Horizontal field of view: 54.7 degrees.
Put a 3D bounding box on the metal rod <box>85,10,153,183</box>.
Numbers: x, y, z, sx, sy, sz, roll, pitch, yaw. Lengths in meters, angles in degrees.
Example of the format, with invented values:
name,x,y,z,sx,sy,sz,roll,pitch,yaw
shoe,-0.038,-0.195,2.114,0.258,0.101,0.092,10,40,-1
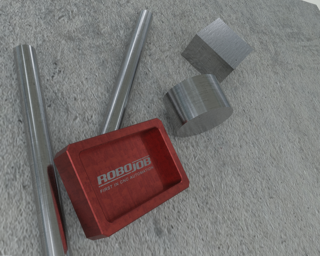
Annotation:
name,x,y,z,sx,sy,sz,roll,pitch,yaw
metal rod,-0.047,-0.060,0.416,0.025,0.025,0.300,22,53,-15

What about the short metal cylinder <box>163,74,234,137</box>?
name,x,y,z,sx,sy,sz,roll,pitch,yaw
short metal cylinder,0.050,-0.028,0.415,0.081,0.080,0.050,-9,67,-33

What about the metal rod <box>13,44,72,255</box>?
name,x,y,z,sx,sy,sz,roll,pitch,yaw
metal rod,-0.119,0.039,0.316,0.025,0.025,0.299,-4,64,-31

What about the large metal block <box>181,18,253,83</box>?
name,x,y,z,sx,sy,sz,roll,pitch,yaw
large metal block,0.097,-0.127,0.520,0.080,0.050,0.080,44,51,2

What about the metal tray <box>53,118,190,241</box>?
name,x,y,z,sx,sy,sz,roll,pitch,yaw
metal tray,-0.033,0.047,0.329,0.131,0.030,0.090,-19,82,-47
